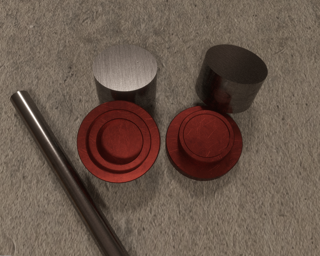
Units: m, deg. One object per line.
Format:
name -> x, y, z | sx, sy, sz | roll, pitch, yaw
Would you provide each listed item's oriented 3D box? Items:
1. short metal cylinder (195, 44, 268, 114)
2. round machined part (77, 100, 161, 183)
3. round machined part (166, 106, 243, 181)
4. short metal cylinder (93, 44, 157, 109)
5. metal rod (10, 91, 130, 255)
short metal cylinder -> 0.092, -0.065, 0.405 | 0.081, 0.050, 0.080 | 7, 48, -7
round machined part -> -0.048, 0.017, 0.383 | 0.099, 0.042, 0.097 | 0, 86, 1
round machined part -> 0.056, 0.016, 0.394 | 0.099, 0.042, 0.098 | 0, 70, -1
short metal cylinder -> -0.045, -0.064, 0.409 | 0.081, 0.050, 0.080 | 2, 57, -2
metal rod -> -0.105, 0.073, 0.380 | 0.025, 0.025, 0.299 | -33, 74, -12
